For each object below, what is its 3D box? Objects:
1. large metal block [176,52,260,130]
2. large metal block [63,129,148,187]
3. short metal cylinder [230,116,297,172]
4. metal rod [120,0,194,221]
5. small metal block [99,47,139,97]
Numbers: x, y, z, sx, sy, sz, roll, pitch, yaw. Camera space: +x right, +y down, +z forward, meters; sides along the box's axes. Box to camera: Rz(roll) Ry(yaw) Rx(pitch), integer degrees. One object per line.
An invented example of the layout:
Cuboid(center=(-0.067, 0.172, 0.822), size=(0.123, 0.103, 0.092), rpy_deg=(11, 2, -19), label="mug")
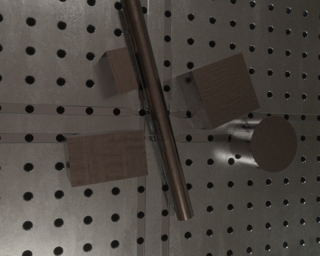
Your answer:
Cuboid(center=(0.080, -0.050, 0.430), size=(0.081, 0.050, 0.080), rpy_deg=(-23, 98, -19), label="large metal block")
Cuboid(center=(-0.066, 0.030, 0.360), size=(0.081, 0.080, 0.050), rpy_deg=(-6, 92, -20), label="large metal block")
Cuboid(center=(0.152, 0.022, 0.458), size=(0.081, 0.050, 0.079), rpy_deg=(0, 90, -20), label="short metal cylinder")
Cuboid(center=(-0.002, -0.022, 0.412), size=(0.025, 0.025, 0.298), rpy_deg=(-16, 96, -20), label="metal rod")
Cuboid(center=(-0.052, -0.067, 0.381), size=(0.025, 0.050, 0.050), rpy_deg=(-18, 97, -19), label="small metal block")
